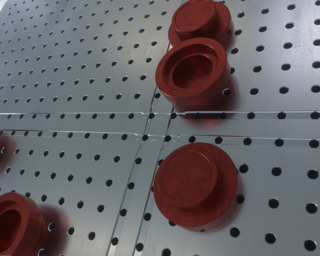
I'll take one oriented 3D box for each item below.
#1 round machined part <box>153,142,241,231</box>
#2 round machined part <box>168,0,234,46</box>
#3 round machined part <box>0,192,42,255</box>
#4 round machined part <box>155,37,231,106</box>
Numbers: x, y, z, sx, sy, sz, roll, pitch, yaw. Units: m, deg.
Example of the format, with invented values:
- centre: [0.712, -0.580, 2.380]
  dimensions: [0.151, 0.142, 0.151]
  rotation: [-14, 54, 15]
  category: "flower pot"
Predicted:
- centre: [0.036, 0.059, 0.343]
  dimensions: [0.098, 0.042, 0.098]
  rotation: [-13, 56, 21]
  category: "round machined part"
- centre: [0.056, -0.156, 0.464]
  dimensions: [0.098, 0.042, 0.098]
  rotation: [-13, 56, 21]
  category: "round machined part"
- centre: [-0.201, 0.140, 0.418]
  dimensions: [0.098, 0.042, 0.098]
  rotation: [-13, 56, 21]
  category: "round machined part"
- centre: [0.047, -0.070, 0.417]
  dimensions: [0.098, 0.042, 0.098]
  rotation: [-13, 56, 21]
  category: "round machined part"
